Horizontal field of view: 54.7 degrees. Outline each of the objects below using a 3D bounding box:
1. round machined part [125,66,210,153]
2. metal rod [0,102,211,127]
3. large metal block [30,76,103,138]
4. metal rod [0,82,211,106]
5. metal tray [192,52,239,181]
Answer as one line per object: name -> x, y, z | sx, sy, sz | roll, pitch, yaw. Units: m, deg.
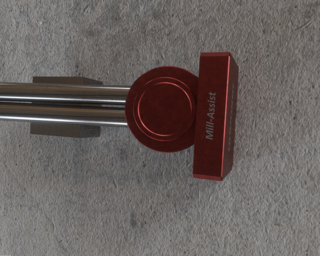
round machined part -> 0.008, -0.021, 0.346 | 0.098, 0.042, 0.097 | 0, 92, 9
metal rod -> -0.082, -0.015, 0.390 | 0.302, 0.025, 0.025 | 3, 91, 7
large metal block -> -0.131, -0.029, 0.438 | 0.080, 0.050, 0.079 | 4, 91, 19
metal rod -> -0.081, -0.042, 0.389 | 0.302, 0.025, 0.025 | 3, 91, 7
metal tray -> 0.066, -0.012, 0.351 | 0.030, 0.090, 0.129 | 4, 91, 20
